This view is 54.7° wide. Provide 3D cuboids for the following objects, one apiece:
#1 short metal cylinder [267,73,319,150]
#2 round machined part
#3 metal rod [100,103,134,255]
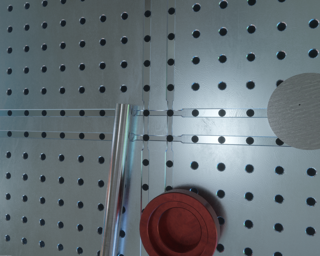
[{"bbox_3d":[0.161,-0.017,0.342,0.080,0.050,0.080,0,90,20],"label":"short metal cylinder"},{"bbox_3d":[0.027,0.126,0.394,0.098,0.042,0.097,0,90,20],"label":"round machined part"},{"bbox_3d":[-0.065,0.115,0.435,0.025,0.025,0.298,7,92,20],"label":"metal rod"}]
